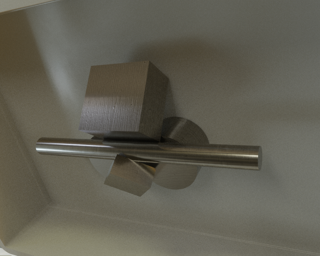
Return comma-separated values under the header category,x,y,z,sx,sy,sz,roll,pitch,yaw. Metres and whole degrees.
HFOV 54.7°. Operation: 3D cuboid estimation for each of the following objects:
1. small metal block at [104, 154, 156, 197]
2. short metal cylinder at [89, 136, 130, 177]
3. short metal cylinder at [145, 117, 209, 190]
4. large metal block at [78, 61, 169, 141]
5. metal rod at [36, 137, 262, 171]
category,x,y,z,sx,sy,sz,roll,pitch,yaw
small metal block,-0.038,0.060,0.384,0.050,0.025,0.050,21,151,-8
short metal cylinder,-0.054,0.031,0.437,0.080,0.050,0.079,13,124,20
short metal cylinder,0.018,0.032,0.400,0.080,0.050,0.079,13,124,20
large metal block,-0.041,-0.029,0.366,0.080,0.050,0.080,1,76,27
metal rod,-0.034,0.028,0.376,0.301,0.025,0.025,1,119,27
